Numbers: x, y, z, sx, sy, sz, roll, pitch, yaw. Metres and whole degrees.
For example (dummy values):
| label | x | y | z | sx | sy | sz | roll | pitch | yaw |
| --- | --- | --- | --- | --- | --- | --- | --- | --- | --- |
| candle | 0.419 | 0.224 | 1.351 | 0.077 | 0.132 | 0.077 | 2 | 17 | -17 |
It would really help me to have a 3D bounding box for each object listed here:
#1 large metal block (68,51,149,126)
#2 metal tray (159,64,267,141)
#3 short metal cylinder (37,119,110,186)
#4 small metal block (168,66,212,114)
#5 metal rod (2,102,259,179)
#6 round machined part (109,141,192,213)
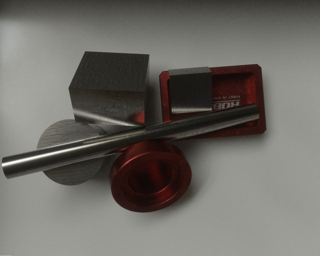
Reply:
| label | x | y | z | sx | sy | sz | roll | pitch | yaw |
| --- | --- | --- | --- | --- | --- | --- | --- | --- | --- |
| large metal block | -0.056 | -0.049 | 0.374 | 0.081 | 0.080 | 0.050 | 3 | 132 | 0 |
| metal tray | 0.067 | -0.032 | 0.408 | 0.131 | 0.030 | 0.089 | -5 | 90 | -1 |
| short metal cylinder | -0.107 | 0.029 | 0.395 | 0.081 | 0.050 | 0.079 | 0 | 90 | -1 |
| small metal block | 0.038 | -0.048 | 0.389 | 0.050 | 0.025 | 0.050 | -5 | 116 | 0 |
| metal rod | -0.024 | 0.011 | 0.368 | 0.302 | 0.025 | 0.025 | -13 | 90 | -11 |
| round machined part | -0.014 | 0.056 | 0.385 | 0.099 | 0.042 | 0.097 | -8 | 124 | -12 |
